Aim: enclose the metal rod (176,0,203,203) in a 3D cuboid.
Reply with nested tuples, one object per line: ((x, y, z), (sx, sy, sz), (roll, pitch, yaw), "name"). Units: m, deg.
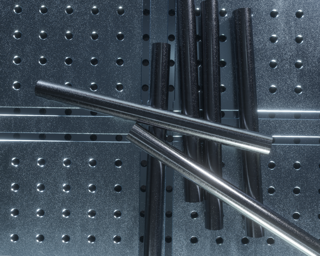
((0.039, -0.053, 0.413), (0.025, 0.025, 0.298), (-2, 90, 0), "metal rod")

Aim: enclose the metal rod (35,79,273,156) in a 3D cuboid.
((-0.015, -0.016, 0.389), (0.301, 0.025, 0.025), (14, 90, 9), "metal rod")

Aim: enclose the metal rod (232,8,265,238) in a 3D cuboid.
((0.118, -0.007, 0.414), (0.025, 0.025, 0.298), (-3, 90, 0), "metal rod")

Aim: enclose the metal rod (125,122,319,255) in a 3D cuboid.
((0.090, 0.085, 0.387), (0.301, 0.025, 0.025), (33, 90, 0), "metal rod")

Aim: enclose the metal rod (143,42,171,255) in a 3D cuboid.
((-0.005, 0.038, 0.413), (0.025, 0.025, 0.298), (2, 90, 0), "metal rod")

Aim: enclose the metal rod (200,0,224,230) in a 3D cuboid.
((0.069, -0.017, 0.413), (0.025, 0.025, 0.298), (-1, 90, 0), "metal rod")
